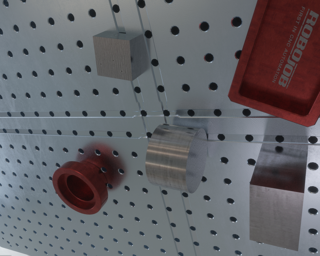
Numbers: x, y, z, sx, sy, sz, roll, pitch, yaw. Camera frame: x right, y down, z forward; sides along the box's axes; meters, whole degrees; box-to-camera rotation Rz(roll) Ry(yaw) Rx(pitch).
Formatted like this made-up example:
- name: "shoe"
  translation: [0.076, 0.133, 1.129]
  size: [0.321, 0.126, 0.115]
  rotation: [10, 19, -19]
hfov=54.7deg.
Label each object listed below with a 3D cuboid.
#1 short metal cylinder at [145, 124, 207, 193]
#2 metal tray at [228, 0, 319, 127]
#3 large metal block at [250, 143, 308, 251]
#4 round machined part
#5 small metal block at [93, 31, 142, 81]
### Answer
- name: "short metal cylinder"
  translation: [0.023, 0.037, 0.386]
  size: [0.050, 0.080, 0.079]
  rotation: [8, 122, 24]
- name: "metal tray"
  translation: [0.127, -0.073, 0.295]
  size: [0.090, 0.030, 0.129]
  rotation: [21, 127, 15]
- name: "large metal block"
  translation: [0.135, 0.075, 0.351]
  size: [0.050, 0.080, 0.079]
  rotation: [6, 121, 25]
- name: "round machined part"
  translation: [-0.130, 0.096, 0.528]
  size: [0.098, 0.042, 0.097]
  rotation: [13, 124, 21]
- name: "small metal block"
  translation: [-0.052, -0.089, 0.383]
  size: [0.050, 0.025, 0.050]
  rotation: [12, 124, 21]
